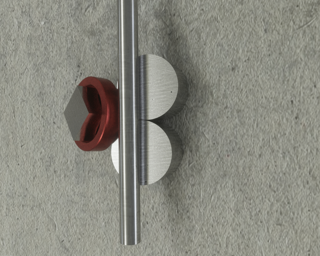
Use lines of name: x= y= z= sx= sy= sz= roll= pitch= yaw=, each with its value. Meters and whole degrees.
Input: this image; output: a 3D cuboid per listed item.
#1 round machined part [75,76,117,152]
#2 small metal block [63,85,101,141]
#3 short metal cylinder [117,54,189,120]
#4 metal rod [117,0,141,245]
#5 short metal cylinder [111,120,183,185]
round machined part: x=-0.079 y=-0.018 z=0.415 sx=0.098 sy=0.042 sz=0.097 roll=-4 pitch=84 yaw=48
small metal block: x=-0.098 y=-0.018 z=0.402 sx=0.050 sy=0.025 sz=0.050 roll=-53 pitch=51 yaw=32
short metal cylinder: x=-0.008 y=-0.050 z=0.400 sx=0.080 sy=0.050 sz=0.079 roll=0 pitch=90 yaw=20
metal rod: x=-0.037 y=-0.014 z=0.370 sx=0.025 sy=0.025 sz=0.298 roll=-1 pitch=89 yaw=20
short metal cylinder: x=-0.015 y=0.030 z=0.402 sx=0.080 sy=0.050 sz=0.080 roll=0 pitch=89 yaw=20
